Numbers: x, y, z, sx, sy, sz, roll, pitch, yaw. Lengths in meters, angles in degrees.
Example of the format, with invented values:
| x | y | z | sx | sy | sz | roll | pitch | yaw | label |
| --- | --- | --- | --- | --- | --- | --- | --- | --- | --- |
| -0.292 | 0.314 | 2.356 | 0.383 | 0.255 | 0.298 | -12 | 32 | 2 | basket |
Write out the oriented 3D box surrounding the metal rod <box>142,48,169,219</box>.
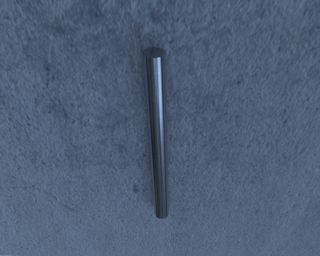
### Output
| x | y | z | sx | sy | sz | roll | pitch | yaw | label |
| --- | --- | --- | --- | --- | --- | --- | --- | --- | --- |
| -0.002 | 0.031 | 0.433 | 0.025 | 0.025 | 0.298 | -2 | 130 | 1 | metal rod |
